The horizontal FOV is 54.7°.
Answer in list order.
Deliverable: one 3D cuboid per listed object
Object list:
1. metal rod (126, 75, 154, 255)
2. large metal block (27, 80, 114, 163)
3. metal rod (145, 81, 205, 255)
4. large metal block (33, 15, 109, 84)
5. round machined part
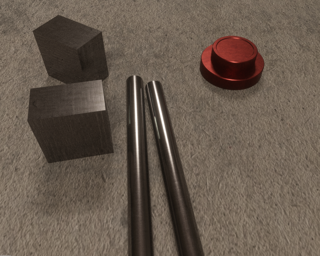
[{"bbox_3d":[-0.026,0.046,0.364,0.025,0.025,0.300,-3,50,-3],"label":"metal rod"},{"bbox_3d":[-0.103,-0.007,0.372,0.081,0.080,0.050,-9,51,-8],"label":"large metal block"},{"bbox_3d":[0.015,0.053,0.358,0.025,0.025,0.300,-7,50,-6],"label":"metal rod"},{"bbox_3d":[-0.128,-0.108,0.457,0.080,0.080,0.050,26,55,19],"label":"large metal block"},{"bbox_3d":[0.114,-0.108,0.484,0.099,0.042,0.098,0,50,0],"label":"round machined part"}]
